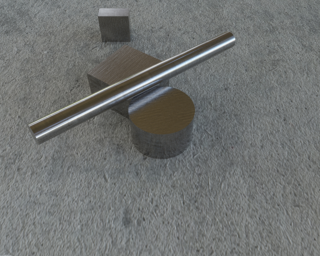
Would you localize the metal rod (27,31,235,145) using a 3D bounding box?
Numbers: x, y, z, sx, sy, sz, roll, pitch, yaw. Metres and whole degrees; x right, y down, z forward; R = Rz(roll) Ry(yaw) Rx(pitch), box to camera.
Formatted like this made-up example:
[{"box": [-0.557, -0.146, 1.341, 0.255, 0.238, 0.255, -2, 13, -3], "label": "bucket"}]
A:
[{"box": [-0.016, -0.062, 0.390, 0.302, 0.025, 0.025, -30, 56, -26], "label": "metal rod"}]

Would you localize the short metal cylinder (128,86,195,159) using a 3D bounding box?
[{"box": [0.002, -0.008, 0.393, 0.081, 0.050, 0.080, 0, 50, 0], "label": "short metal cylinder"}]

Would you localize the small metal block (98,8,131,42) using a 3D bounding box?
[{"box": [-0.077, -0.177, 0.536, 0.050, 0.050, 0.025, 0, 50, 0], "label": "small metal block"}]

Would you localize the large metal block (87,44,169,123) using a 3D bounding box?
[{"box": [-0.043, -0.065, 0.442, 0.080, 0.050, 0.080, 29, 56, 22], "label": "large metal block"}]
